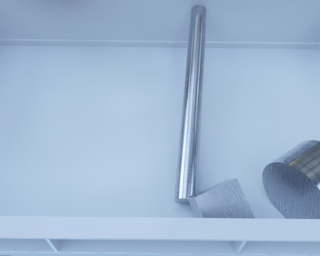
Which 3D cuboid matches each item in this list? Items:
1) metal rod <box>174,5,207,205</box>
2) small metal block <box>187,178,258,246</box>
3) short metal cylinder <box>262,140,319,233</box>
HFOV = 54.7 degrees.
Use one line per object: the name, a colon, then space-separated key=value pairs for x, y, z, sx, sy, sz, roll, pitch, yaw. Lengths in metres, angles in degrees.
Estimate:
metal rod: x=0.044 y=-0.050 z=0.410 sx=0.025 sy=0.025 sz=0.299 roll=5 pitch=62 yaw=4
small metal block: x=0.064 y=0.086 z=0.320 sx=0.050 sy=0.025 sz=0.050 roll=-20 pitch=82 yaw=-17
short metal cylinder: x=0.155 y=0.059 z=0.322 sx=0.050 sy=0.080 sz=0.080 roll=-28 pitch=56 yaw=-21
